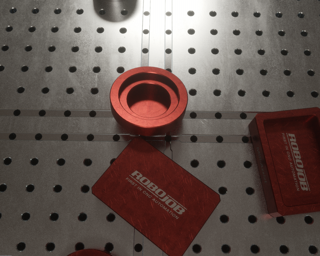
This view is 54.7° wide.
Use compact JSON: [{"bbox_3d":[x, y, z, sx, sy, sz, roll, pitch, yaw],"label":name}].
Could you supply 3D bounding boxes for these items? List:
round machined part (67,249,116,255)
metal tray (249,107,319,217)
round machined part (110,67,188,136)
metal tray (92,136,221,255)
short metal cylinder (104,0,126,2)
[{"bbox_3d":[-0.080,0.183,0.335,0.099,0.042,0.098,0,70,-1],"label":"round machined part"},{"bbox_3d":[0.174,0.042,0.395,0.091,0.030,0.129,-6,70,-3],"label":"metal tray"},{"bbox_3d":[-0.015,-0.031,0.407,0.099,0.042,0.098,3,58,-4],"label":"round machined part"},{"bbox_3d":[-0.005,0.083,0.379,0.130,0.030,0.090,36,74,12],"label":"metal tray"},{"bbox_3d":[-0.073,-0.248,0.488,0.081,0.050,0.080,0,70,0],"label":"short metal cylinder"}]
